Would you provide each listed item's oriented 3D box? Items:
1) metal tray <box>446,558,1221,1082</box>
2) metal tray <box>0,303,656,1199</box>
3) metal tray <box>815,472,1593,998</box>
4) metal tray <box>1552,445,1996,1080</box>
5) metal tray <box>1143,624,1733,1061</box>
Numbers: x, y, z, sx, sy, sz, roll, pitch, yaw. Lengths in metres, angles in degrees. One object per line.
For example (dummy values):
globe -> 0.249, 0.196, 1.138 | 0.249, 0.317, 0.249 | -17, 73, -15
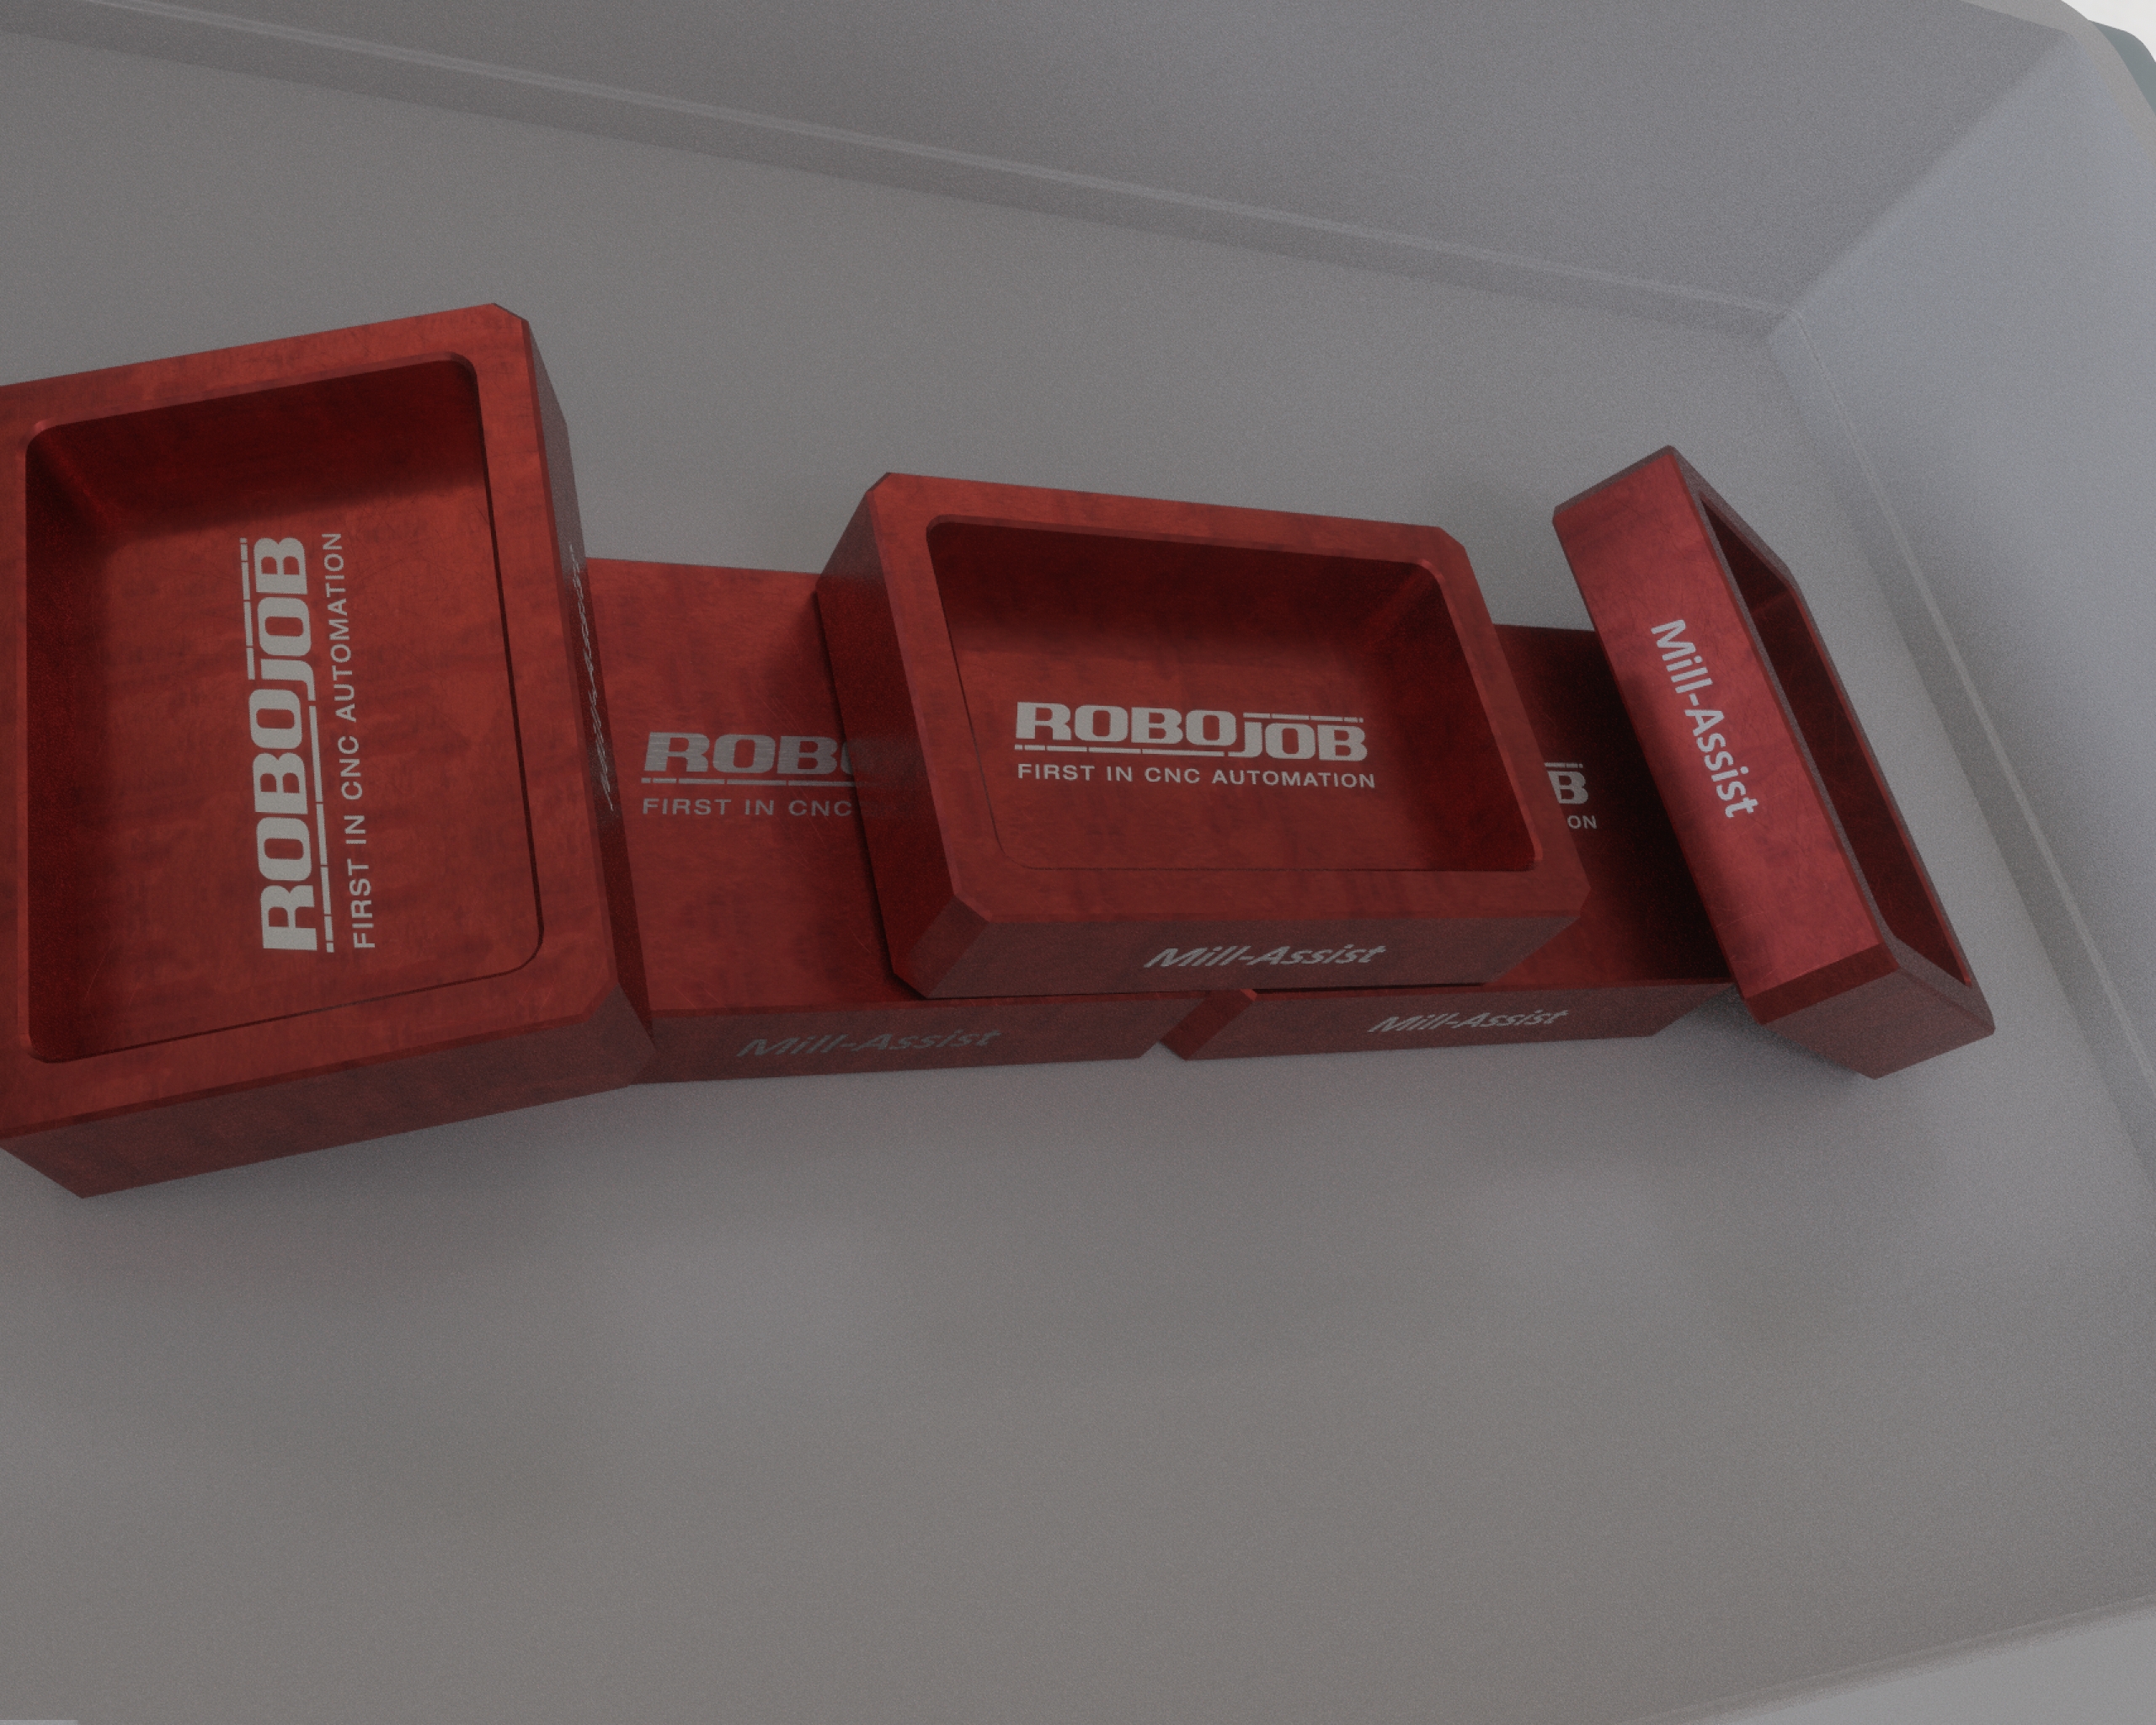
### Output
metal tray -> -0.046, -0.008, 0.382 | 0.131, 0.030, 0.090 | 0, 62, -28
metal tray -> -0.121, -0.021, 0.325 | 0.091, 0.030, 0.130 | -11, 65, -5
metal tray -> 0.024, -0.023, 0.388 | 0.131, 0.030, 0.090 | 0, 61, -28
metal tray -> 0.158, -0.021, 0.473 | 0.090, 0.030, 0.130 | 21, 48, -52
metal tray -> 0.070, -0.007, 0.443 | 0.131, 0.030, 0.090 | 0, 62, -28
